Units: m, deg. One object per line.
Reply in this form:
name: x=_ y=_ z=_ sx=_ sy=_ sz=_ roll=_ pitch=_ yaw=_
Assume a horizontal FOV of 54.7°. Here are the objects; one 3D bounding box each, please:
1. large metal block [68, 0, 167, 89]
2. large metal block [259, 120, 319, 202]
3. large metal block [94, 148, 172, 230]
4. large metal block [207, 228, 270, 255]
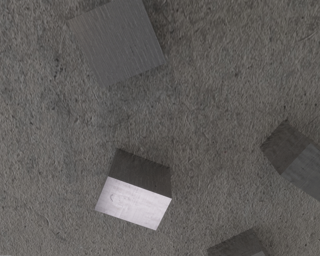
large metal block: x=-0.045 y=-0.102 z=0.358 sx=0.080 sy=0.050 sz=0.080 roll=-21 pitch=109 yaw=7
large metal block: x=0.187 y=0.043 z=0.398 sx=0.080 sy=0.080 sz=0.050 roll=33 pitch=107 yaw=-12
large metal block: x=-0.033 y=0.078 z=0.409 sx=0.080 sy=0.080 sz=0.050 roll=21 pitch=109 yaw=-8
large metal block: x=0.130 y=0.215 z=0.477 sx=0.080 sy=0.050 sz=0.080 roll=-30 pitch=108 yaw=10
